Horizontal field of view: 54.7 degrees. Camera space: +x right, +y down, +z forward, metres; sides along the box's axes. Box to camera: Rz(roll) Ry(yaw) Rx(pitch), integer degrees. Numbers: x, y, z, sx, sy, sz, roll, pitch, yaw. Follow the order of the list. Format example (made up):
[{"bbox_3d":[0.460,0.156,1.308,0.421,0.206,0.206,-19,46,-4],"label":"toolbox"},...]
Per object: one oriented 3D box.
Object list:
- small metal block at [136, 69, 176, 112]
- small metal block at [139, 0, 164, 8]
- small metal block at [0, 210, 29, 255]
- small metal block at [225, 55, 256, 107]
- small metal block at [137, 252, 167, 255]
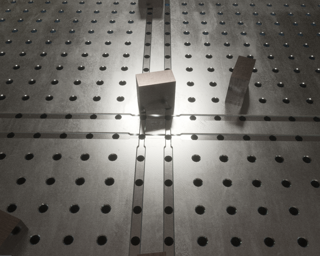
[{"bbox_3d":[-0.006,-0.052,0.435,0.050,0.050,0.025,-9,51,-8],"label":"small metal block"},{"bbox_3d":[-0.019,-0.270,0.618,0.050,0.050,0.025,-5,50,-4],"label":"small metal block"},{"bbox_3d":[-0.174,0.110,0.313,0.050,0.025,0.050,19,52,15],"label":"small metal block"},{"bbox_3d":[0.117,-0.068,0.450,0.025,0.050,0.050,17,52,14],"label":"small metal block"},{"bbox_3d":[-0.005,0.143,0.271,0.025,0.050,0.050,-4,50,-4],"label":"small metal block"}]
